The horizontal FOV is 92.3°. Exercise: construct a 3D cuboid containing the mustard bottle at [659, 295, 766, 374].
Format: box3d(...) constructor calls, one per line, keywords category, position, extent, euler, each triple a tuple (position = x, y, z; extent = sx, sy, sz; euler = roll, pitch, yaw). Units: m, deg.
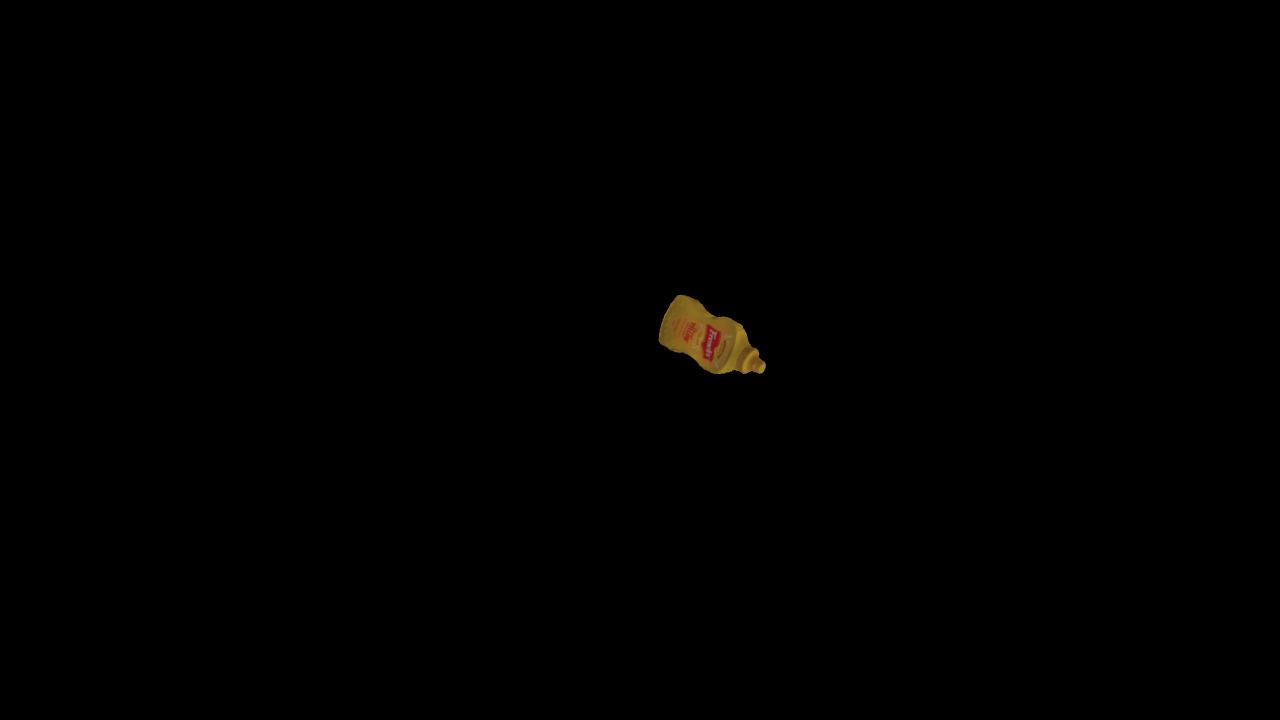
box3d(category="mustard bottle", position=(0.118, -0.028, 0.962), extent=(0.184, 0.092, 0.054), euler=(32, 12, 32))
